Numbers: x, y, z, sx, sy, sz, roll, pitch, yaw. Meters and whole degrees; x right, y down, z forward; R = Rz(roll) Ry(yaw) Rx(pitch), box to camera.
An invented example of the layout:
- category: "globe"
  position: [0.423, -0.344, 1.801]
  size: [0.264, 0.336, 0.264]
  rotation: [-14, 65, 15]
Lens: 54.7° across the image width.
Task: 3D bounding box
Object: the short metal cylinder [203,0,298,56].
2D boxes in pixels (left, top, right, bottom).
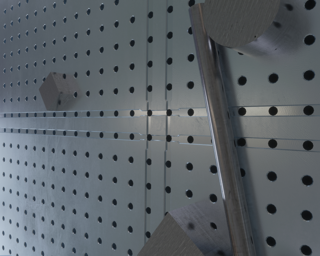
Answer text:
- category: "short metal cylinder"
  position: [0.092, -0.118, 0.317]
  size: [0.080, 0.050, 0.079]
  rotation: [0, 90, 40]

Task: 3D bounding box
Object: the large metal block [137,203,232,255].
- category: "large metal block"
  position: [0.031, 0.151, 0.368]
  size: [0.080, 0.050, 0.080]
  rotation: [46, 117, 30]

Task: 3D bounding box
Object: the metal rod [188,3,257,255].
- category: "metal rod"
  position: [0.070, 0.003, 0.351]
  size: [0.025, 0.025, 0.298]
  rotation: [-15, 80, 39]

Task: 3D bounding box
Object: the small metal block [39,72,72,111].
- category: "small metal block"
  position: [-0.193, -0.066, 0.568]
  size: [0.050, 0.025, 0.050]
  rotation: [-42, 65, 32]
